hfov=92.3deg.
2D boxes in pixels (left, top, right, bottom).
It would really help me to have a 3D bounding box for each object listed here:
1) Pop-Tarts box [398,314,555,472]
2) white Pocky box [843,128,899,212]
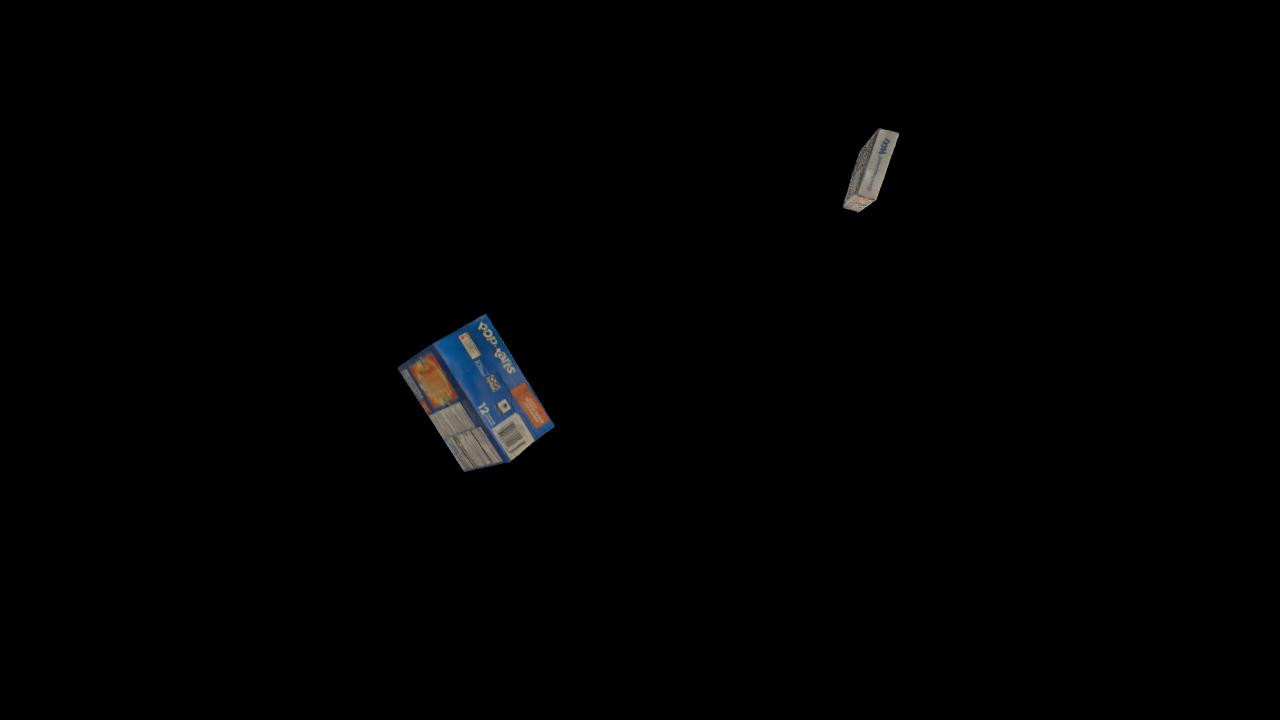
[{"bbox_3d":[-0.212,0.047,0.789,0.083,0.167,0.141,-36,10,-39],"label":"Pop-Tarts box"},{"bbox_3d":[0.299,-0.245,0.809,0.028,0.084,0.154,17,11,9],"label":"white Pocky box"}]
